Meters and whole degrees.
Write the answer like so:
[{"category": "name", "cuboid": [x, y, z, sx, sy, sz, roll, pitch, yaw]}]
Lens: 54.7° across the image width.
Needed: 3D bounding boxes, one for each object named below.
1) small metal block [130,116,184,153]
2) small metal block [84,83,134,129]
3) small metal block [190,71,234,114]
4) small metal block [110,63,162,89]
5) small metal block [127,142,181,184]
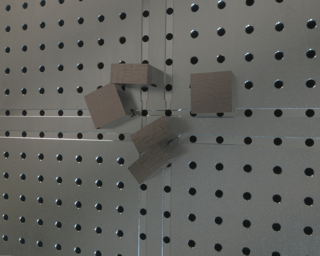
[{"category": "small metal block", "cuboid": [-0.003, 0.008, 0.400, 0.050, 0.050, 0.025, -31, 80, 17]}, {"category": "small metal block", "cuboid": [-0.072, -0.031, 0.437, 0.050, 0.025, 0.050, -24, 82, 18]}, {"category": "small metal block", "cuboid": [0.066, -0.043, 0.389, 0.050, 0.025, 0.050, -1, 90, 19]}, {"category": "small metal block", "cuboid": [-0.031, -0.068, 0.409, 0.050, 0.050, 0.025, 5, 92, 19]}, {"category": "small metal block", "cuboid": [-0.006, 0.044, 0.401, 0.050, 0.050, 0.025, -41, 78, 15]}]
